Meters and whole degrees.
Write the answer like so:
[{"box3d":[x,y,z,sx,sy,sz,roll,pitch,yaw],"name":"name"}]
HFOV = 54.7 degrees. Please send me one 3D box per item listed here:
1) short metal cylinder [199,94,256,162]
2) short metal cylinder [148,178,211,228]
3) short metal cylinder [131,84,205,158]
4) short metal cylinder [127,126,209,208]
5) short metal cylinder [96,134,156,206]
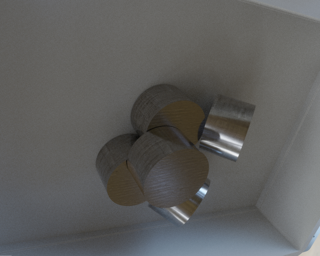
[{"box3d":[0.090,0.000,0.415,0.080,0.050,0.080,18,91,-77],"name":"short metal cylinder"},{"box3d":[0.027,0.091,0.435,0.050,0.080,0.080,35,101,2],"name":"short metal cylinder"},{"box3d":[0.010,-0.009,0.391,0.081,0.050,0.079,-14,125,-21],"name":"short metal cylinder"},{"box3d":[0.009,0.045,0.358,0.081,0.050,0.079,-14,125,-21],"name":"short metal cylinder"},{"box3d":[-0.038,0.055,0.406,0.081,0.050,0.079,-14,125,-21],"name":"short metal cylinder"}]
